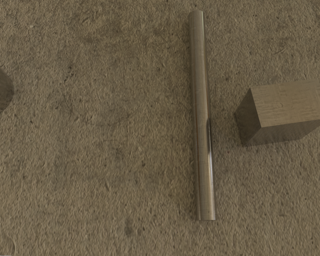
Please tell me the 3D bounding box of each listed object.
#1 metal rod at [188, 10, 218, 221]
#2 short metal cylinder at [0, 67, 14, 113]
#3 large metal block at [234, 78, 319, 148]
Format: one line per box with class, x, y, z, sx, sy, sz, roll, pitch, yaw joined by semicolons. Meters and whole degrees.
metal rod;0.056;-0.030;0.419;0.025;0.025;0.299;0;70;0
short metal cylinder;-0.246;-0.057;0.413;0.081;0.050;0.080;0;70;0
large metal block;0.147;-0.016;0.387;0.081;0.080;0.050;-8;71;-3
